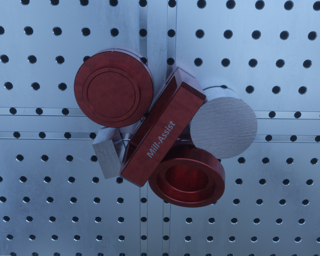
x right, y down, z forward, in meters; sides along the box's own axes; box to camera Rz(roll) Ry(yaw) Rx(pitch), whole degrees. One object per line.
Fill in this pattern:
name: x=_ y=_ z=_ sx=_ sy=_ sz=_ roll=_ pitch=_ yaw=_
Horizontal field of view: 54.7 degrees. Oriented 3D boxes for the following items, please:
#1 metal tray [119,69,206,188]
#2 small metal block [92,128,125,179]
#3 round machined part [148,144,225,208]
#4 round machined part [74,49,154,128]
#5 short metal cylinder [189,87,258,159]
metal tray: x=0.001 y=-0.003 z=0.373 sx=0.030 sy=0.090 sz=0.129 roll=31 pitch=107 yaw=-11
small metal block: x=-0.064 y=0.031 z=0.406 sx=0.025 sy=0.050 sz=0.050 roll=-14 pitch=110 yaw=5
round machined part: x=0.037 y=0.059 z=0.410 sx=0.098 sy=0.042 sz=0.097 roll=7 pitch=132 yaw=8
round machined part: x=-0.057 y=-0.045 z=0.382 sx=0.099 sy=0.042 sz=0.097 roll=0 pitch=110 yaw=0
short metal cylinder: x=0.076 y=-0.007 z=0.394 sx=0.081 sy=0.050 sz=0.079 roll=0 pitch=110 yaw=0
